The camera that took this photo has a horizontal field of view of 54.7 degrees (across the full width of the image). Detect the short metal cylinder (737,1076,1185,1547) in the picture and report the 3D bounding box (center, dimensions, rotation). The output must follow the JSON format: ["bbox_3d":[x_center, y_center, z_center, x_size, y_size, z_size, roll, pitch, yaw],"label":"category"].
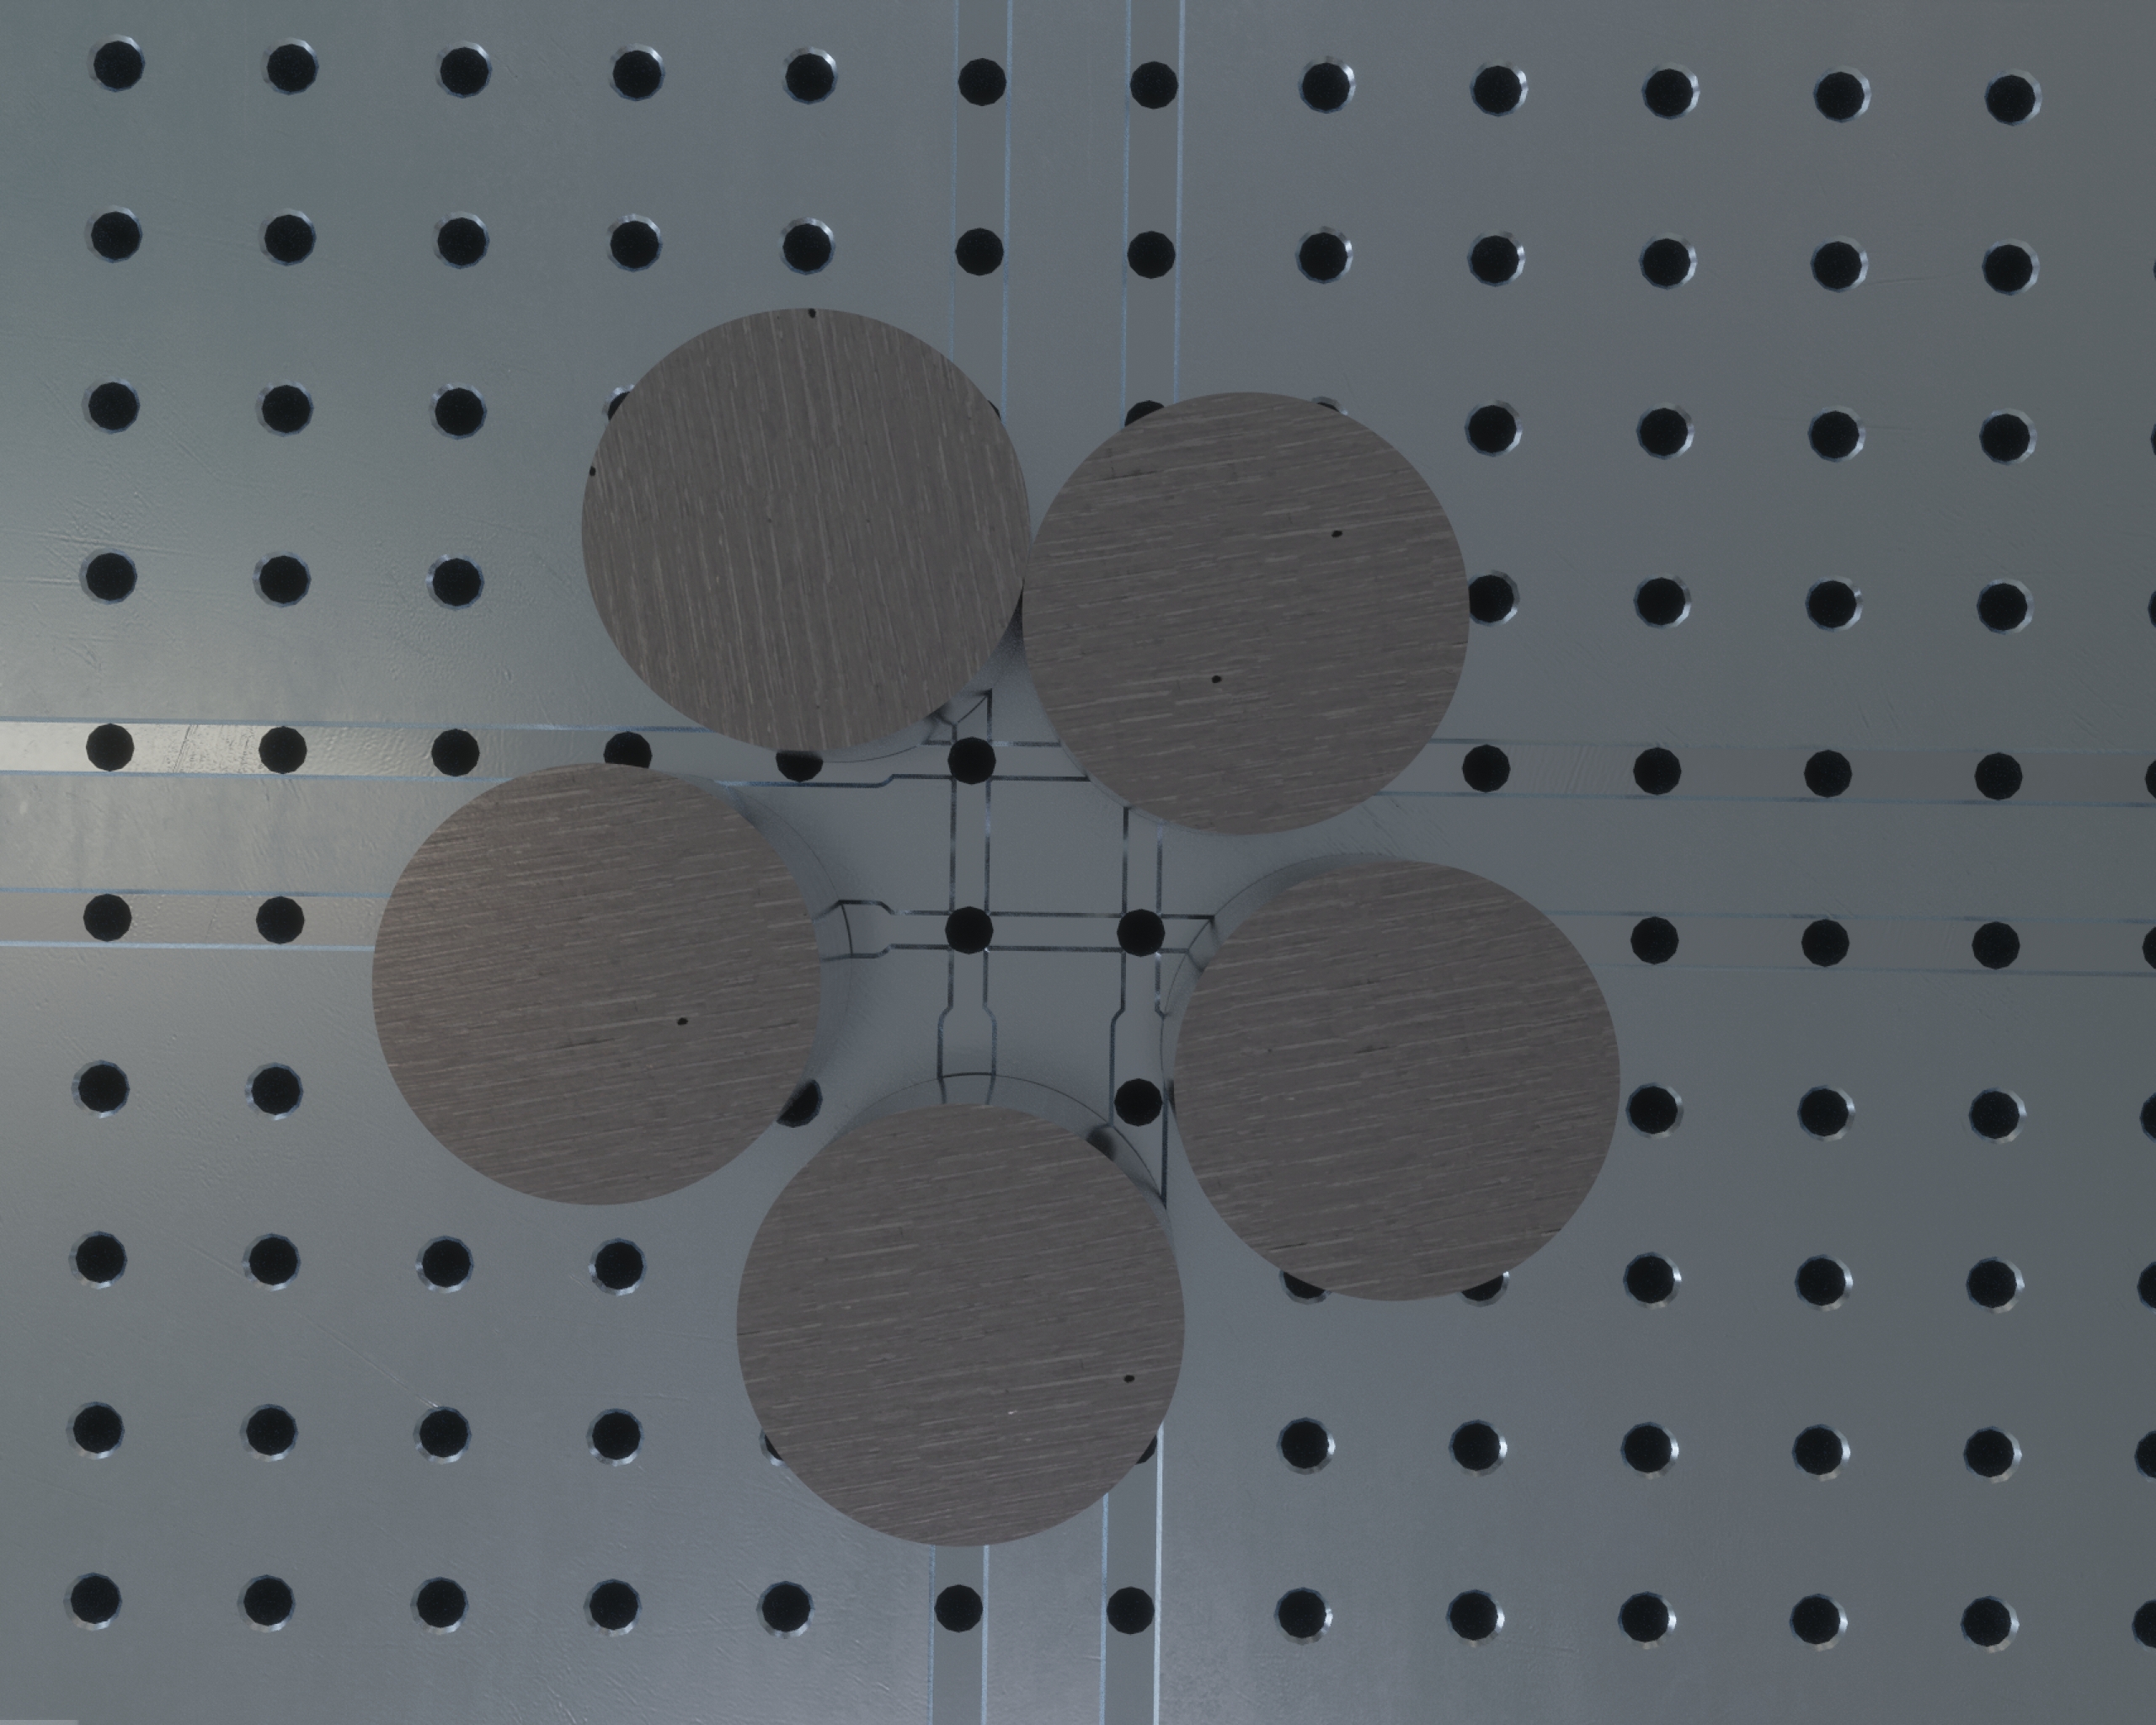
[{"bbox_3d":[-0.021,0.083,0.399,0.081,0.050,0.080,0,90,0],"label":"short metal cylinder"}]

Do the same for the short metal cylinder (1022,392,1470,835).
[{"bbox_3d":[0.030,-0.045,0.400,0.081,0.050,0.079,0,90,0],"label":"short metal cylinder"}]

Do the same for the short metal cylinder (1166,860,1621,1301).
[{"bbox_3d":[0.057,0.039,0.400,0.081,0.050,0.079,0,91,-1],"label":"short metal cylinder"}]

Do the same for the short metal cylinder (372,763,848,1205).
[{"bbox_3d":[-0.086,0.022,0.400,0.081,0.050,0.079,0,90,0],"label":"short metal cylinder"}]

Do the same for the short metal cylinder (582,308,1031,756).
[{"bbox_3d":[-0.049,-0.060,0.400,0.081,0.050,0.079,0,90,-1],"label":"short metal cylinder"}]
